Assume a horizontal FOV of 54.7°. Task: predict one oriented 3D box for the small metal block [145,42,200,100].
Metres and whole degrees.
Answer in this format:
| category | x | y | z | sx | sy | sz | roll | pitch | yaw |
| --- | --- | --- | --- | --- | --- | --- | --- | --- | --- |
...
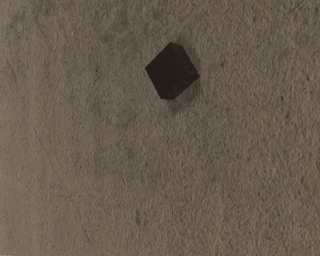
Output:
| category | x | y | z | sx | sy | sz | roll | pitch | yaw |
| --- | --- | --- | --- | --- | --- | --- | --- | --- | --- |
| small metal block | 0.015 | -0.071 | 0.391 | 0.050 | 0.025 | 0.050 | -40 | 66 | 32 |
